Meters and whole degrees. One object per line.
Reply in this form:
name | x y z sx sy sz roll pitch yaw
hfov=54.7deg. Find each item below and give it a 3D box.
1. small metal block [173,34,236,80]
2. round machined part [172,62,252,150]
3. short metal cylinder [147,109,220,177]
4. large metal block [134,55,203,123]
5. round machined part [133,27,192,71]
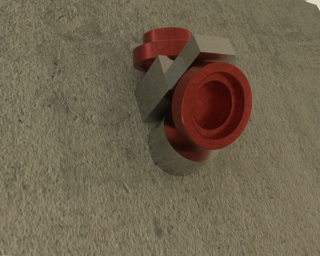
small metal block | 0.051 -0.081 0.364 0.050 0.050 0.025 -3 63 -30
round machined part | 0.055 -0.027 0.357 0.099 0.042 0.097 -7 103 -28
short metal cylinder | 0.030 0.017 0.398 0.081 0.050 0.080 14 56 -21
large metal block | 0.022 -0.049 0.412 0.081 0.080 0.050 -2 63 -30
round machined part | 0.011 -0.107 0.426 0.099 0.098 0.042 -2 88 -30
